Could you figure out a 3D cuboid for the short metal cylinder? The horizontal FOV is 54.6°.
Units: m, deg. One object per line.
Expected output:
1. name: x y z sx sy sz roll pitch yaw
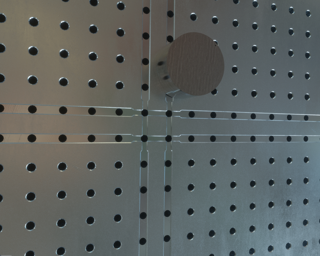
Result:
1. short metal cylinder: 0.037 -0.081 0.413 0.081 0.050 0.080 0 90 -20
